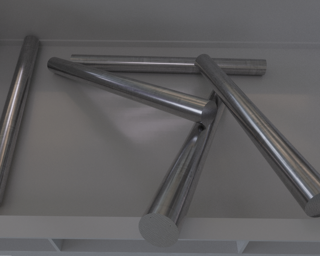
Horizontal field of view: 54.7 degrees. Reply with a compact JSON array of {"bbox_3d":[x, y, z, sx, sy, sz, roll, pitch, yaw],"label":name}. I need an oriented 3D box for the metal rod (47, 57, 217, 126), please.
[{"bbox_3d":[-0.060,-0.057,0.393,0.300,0.025,0.025,22,51,40],"label":"metal rod"}]

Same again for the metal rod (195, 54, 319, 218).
[{"bbox_3d":[0.088,-0.024,0.339,0.025,0.025,0.300,-7,31,-6],"label":"metal rod"}]

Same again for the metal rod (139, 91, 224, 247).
[{"bbox_3d":[0.043,0.006,0.317,0.025,0.025,0.301,15,25,12],"label":"metal rod"}]

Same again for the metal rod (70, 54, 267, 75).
[{"bbox_3d":[0.013,-0.100,0.488,0.302,0.025,0.025,2,50,1],"label":"metal rod"}]

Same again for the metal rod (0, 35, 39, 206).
[{"bbox_3d":[-0.202,-0.033,0.430,0.025,0.025,0.300,-5,50,-4],"label":"metal rod"}]
